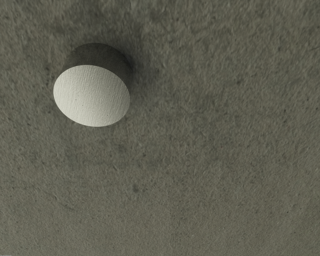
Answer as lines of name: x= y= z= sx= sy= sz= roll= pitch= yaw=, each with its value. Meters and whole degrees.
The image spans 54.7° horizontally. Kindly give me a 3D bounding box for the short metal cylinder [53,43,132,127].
short metal cylinder: x=-0.072 y=-0.048 z=0.349 sx=0.081 sy=0.050 sz=0.079 roll=0 pitch=130 yaw=0
